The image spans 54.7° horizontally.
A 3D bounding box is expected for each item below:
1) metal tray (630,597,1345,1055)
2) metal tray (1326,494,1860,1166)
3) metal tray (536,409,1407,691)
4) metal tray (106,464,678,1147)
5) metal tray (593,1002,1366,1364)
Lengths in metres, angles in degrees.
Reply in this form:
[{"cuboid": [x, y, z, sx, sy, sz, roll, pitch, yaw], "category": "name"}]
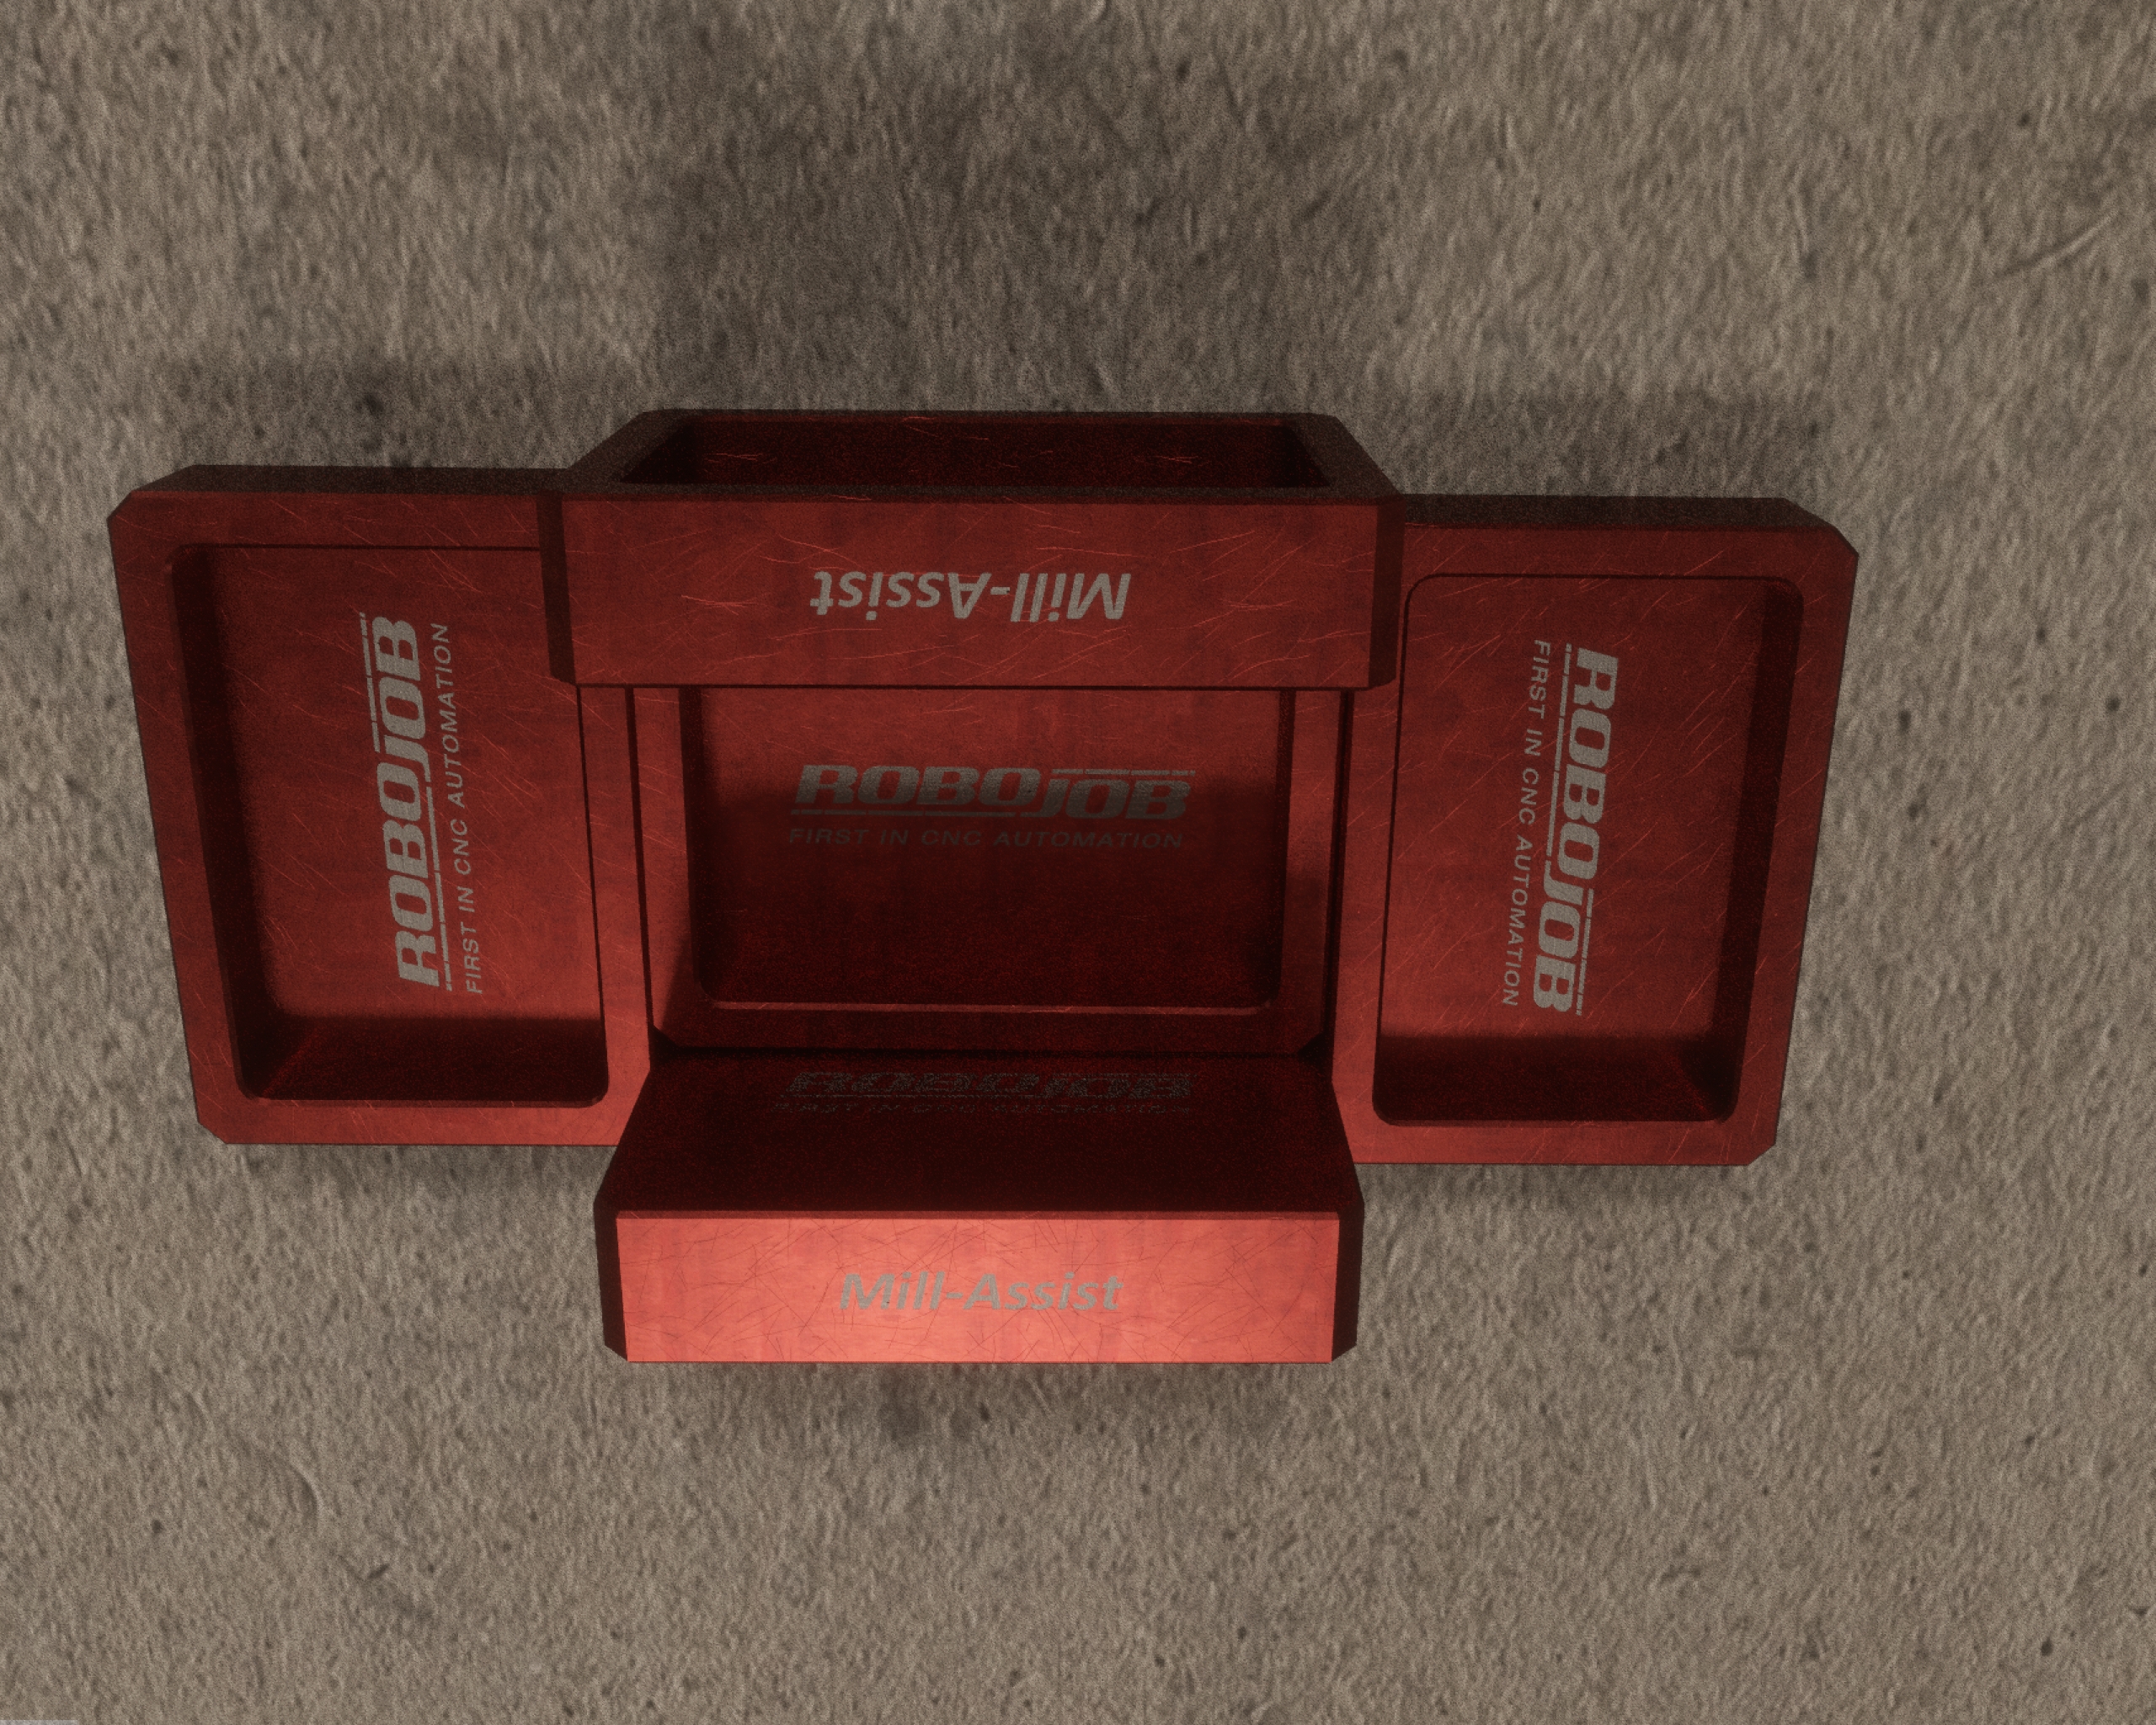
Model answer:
[{"cuboid": [-0.017, -0.010, 0.404, 0.131, 0.030, 0.089, 1, 110, -1], "category": "metal tray"}, {"cuboid": [0.095, -0.005, 0.408, 0.091, 0.030, 0.129, 0, 110, -1], "category": "metal tray"}, {"cuboid": [-0.016, -0.056, 0.356, 0.131, 0.090, 0.030, 0, 110, -1], "category": "metal tray"}, {"cuboid": [-0.127, -0.009, 0.403, 0.091, 0.030, 0.129, 0, 110, -1], "category": "metal tray"}, {"cuboid": [-0.017, 0.057, 0.396, 0.131, 0.090, 0.030, 0, 110, -1], "category": "metal tray"}]
